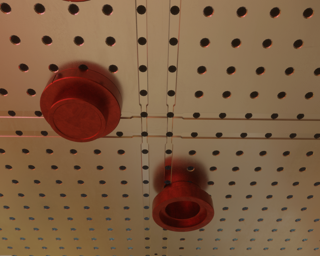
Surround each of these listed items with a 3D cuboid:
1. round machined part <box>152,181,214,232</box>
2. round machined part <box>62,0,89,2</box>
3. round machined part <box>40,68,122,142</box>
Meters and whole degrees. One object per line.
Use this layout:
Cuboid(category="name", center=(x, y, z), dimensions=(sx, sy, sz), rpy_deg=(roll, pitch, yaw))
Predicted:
Cuboid(category="round machined part", center=(0.037, 0.125, 0.507), dimensions=(0.099, 0.042, 0.097), rpy_deg=(0, 130, 0))
Cuboid(category="round machined part", center=(-0.075, -0.163, 0.261), dimensions=(0.099, 0.042, 0.097), rpy_deg=(0, 130, 0))
Cuboid(category="round machined part", center=(-0.098, -0.020, 0.382), dimensions=(0.099, 0.042, 0.097), rpy_deg=(0, 130, 0))
